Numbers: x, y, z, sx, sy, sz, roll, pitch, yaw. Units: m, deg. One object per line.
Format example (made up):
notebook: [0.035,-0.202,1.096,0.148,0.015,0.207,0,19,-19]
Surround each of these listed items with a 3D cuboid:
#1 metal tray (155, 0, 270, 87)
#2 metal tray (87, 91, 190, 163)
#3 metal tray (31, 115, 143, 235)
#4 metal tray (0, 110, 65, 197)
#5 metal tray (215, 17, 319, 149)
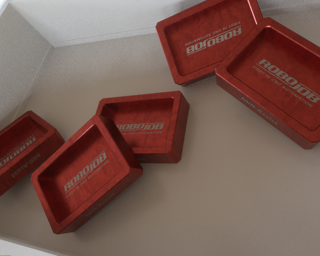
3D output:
metal tray: [0.070,-0.119,0.409,0.130,0.030,0.090,-20,87,16]
metal tray: [-0.031,0.000,0.417,0.130,0.030,0.090,-3,60,26]
metal tray: [-0.095,0.058,0.386,0.130,0.030,0.090,-41,64,13]
metal tray: [-0.225,0.037,0.473,0.090,0.030,0.131,28,61,37]
metal tray: [0.137,-0.051,0.336,0.130,0.030,0.090,41,85,21]
